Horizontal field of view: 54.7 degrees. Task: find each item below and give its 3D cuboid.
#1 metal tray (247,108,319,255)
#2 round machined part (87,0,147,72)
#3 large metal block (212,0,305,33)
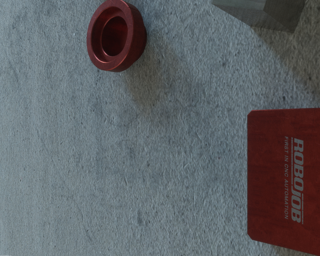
[{"bbox_3d":[0.131,0.047,0.293,0.090,0.030,0.129,0,90,40],"label":"metal tray"},{"bbox_3d":[-0.057,-0.128,0.441,0.098,0.042,0.097,0,90,40],"label":"round machined part"},{"bbox_3d":[0.101,-0.141,0.286,0.050,0.081,0.079,26,106,37],"label":"large metal block"}]
